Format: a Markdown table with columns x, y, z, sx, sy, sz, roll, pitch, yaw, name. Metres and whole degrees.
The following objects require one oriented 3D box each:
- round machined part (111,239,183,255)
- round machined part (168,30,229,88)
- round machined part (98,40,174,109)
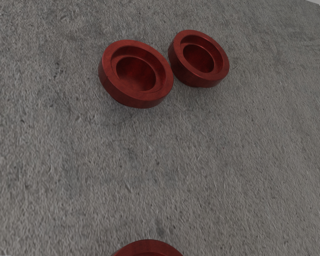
| x | y | z | sx | sy | sz | roll | pitch | yaw | name |
| --- | --- | --- | --- | --- | --- | --- | --- | --- | --- |
| -0.016 | 0.158 | 0.288 | 0.099 | 0.042 | 0.098 | 14 | 56 | -21 | round machined part |
| 0.056 | -0.103 | 0.485 | 0.099 | 0.042 | 0.098 | 14 | 56 | -21 | round machined part |
| -0.035 | -0.067 | 0.415 | 0.099 | 0.042 | 0.098 | 14 | 56 | -21 | round machined part |
